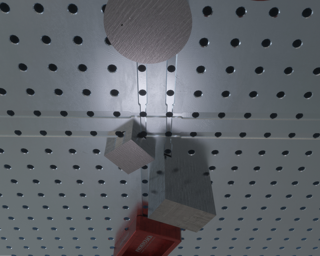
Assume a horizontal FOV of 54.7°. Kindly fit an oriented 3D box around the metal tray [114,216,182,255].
[{"bbox_3d":[-0.027,0.225,0.600,0.091,0.030,0.129,19,127,-16],"label":"metal tray"}]

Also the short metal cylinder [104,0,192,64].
[{"bbox_3d":[-0.011,-0.110,0.301,0.081,0.050,0.079,0,130,0],"label":"short metal cylinder"}]

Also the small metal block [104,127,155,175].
[{"bbox_3d":[-0.042,0.033,0.440,0.050,0.025,0.050,-31,124,23],"label":"small metal block"}]

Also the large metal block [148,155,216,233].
[{"bbox_3d":[0.030,0.097,0.459,0.080,0.080,0.050,22,127,-18],"label":"large metal block"}]
